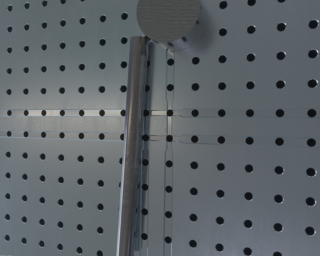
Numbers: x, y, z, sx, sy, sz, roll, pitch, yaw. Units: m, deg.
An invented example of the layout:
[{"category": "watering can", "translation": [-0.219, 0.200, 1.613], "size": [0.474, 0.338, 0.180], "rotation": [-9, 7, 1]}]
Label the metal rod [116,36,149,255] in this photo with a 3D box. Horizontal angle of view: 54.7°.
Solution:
[{"category": "metal rod", "translation": [-0.038, 0.027, 0.425], "size": [0.025, 0.025, 0.298], "rotation": [4, 91, 20]}]

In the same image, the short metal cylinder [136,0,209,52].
[{"category": "short metal cylinder", "translation": [0.017, -0.142, 0.393], "size": [0.080, 0.050, 0.079], "rotation": [0, 90, 20]}]
